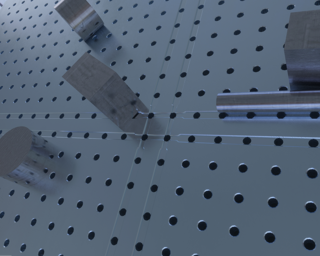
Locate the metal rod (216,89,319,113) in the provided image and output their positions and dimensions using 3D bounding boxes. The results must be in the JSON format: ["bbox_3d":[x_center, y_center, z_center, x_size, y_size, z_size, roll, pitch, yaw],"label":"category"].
[{"bbox_3d":[0.207,-0.029,0.317,0.300,0.025,0.025,1,62,28],"label":"metal rod"}]

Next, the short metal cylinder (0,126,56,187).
[{"bbox_3d":[-0.210,0.044,0.476,0.080,0.050,0.080,-13,56,21],"label":"short metal cylinder"}]

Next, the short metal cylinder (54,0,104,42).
[{"bbox_3d":[-0.151,-0.210,0.582,0.050,0.080,0.080,-43,51,-1],"label":"short metal cylinder"}]

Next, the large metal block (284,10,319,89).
[{"bbox_3d":[0.181,-0.077,0.325,0.080,0.080,0.050,4,64,30],"label":"large metal block"}]

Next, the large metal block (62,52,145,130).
[{"bbox_3d":[-0.081,-0.054,0.449,0.050,0.080,0.080,-48,51,-5],"label":"large metal block"}]
